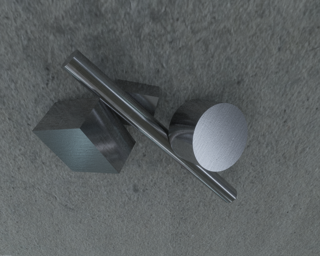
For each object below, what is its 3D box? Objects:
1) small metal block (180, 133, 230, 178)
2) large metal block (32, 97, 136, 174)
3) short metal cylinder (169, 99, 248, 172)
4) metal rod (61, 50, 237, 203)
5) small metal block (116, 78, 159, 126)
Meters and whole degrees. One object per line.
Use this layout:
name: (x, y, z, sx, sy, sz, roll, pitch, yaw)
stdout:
small metal block: (0.063, 0.040, 0.445, 0.050, 0.025, 0.050, 19, 128, -16)
large metal block: (-0.090, 0.011, 0.379, 0.080, 0.050, 0.080, -3, 136, 33)
short metal cylinder: (0.058, 0.007, 0.373, 0.081, 0.050, 0.079, -6, 103, -29)
metal rod: (0.006, 0.015, 0.389, 0.025, 0.025, 0.300, -34, 123, 25)
small metal block: (-0.031, -0.029, 0.384, 0.050, 0.025, 0.050, 9, 130, -9)
